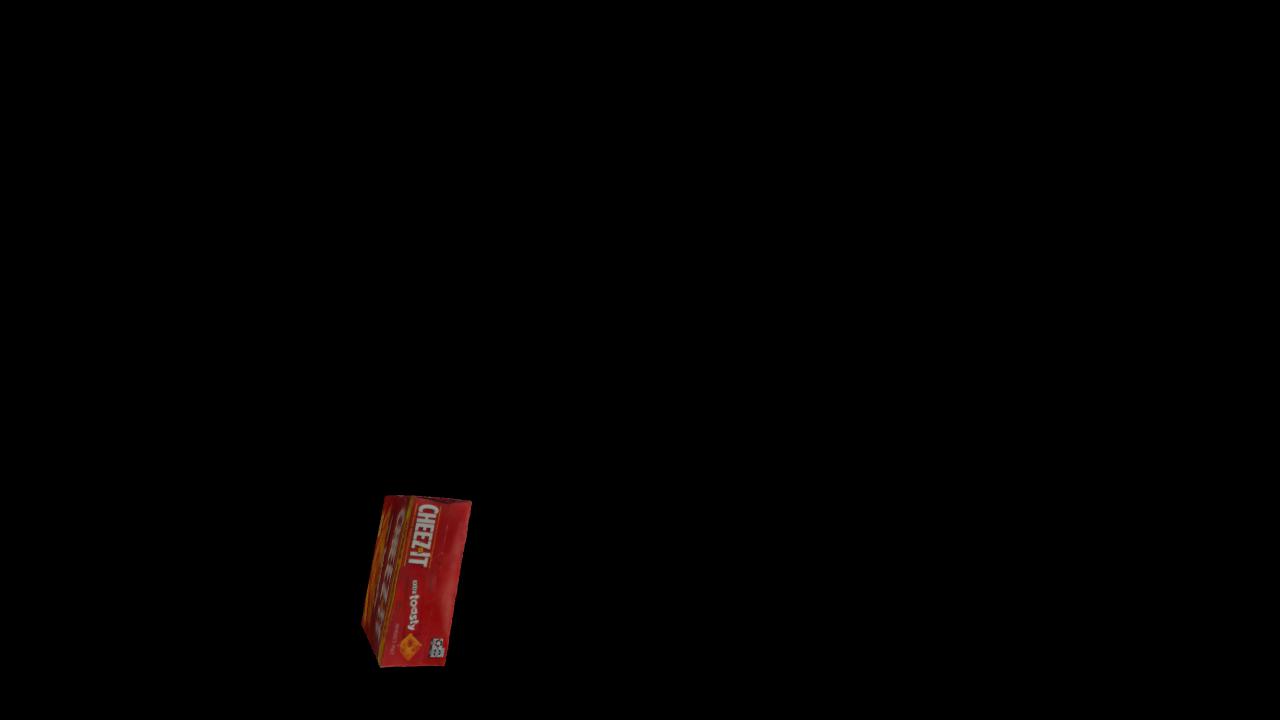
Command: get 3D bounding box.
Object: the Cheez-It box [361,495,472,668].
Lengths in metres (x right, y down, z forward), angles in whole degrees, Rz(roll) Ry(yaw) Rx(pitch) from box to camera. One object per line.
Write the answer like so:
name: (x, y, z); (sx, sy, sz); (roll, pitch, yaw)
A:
Cheez-It box: (-0.264, 0.243, 0.711); (0.071, 0.166, 0.223); (13, -17, -27)
